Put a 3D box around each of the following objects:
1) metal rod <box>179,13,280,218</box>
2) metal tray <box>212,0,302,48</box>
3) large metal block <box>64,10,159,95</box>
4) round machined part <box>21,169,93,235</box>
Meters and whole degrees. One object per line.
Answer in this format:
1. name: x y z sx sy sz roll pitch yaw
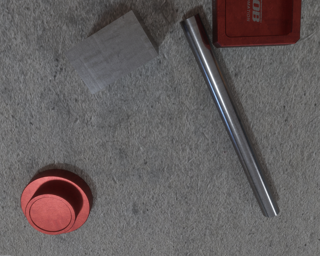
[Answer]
1. metal rod: 0.099 -0.003 0.409 0.025 0.025 0.299 -24 109 8
2. metal tray: 0.105 -0.156 0.339 0.091 0.030 0.129 -2 101 0
3. large metal block: -0.049 -0.088 0.348 0.080 0.080 0.050 -29 108 10
4. round machined part: -0.149 0.111 0.440 0.099 0.042 0.097 0 110 0
